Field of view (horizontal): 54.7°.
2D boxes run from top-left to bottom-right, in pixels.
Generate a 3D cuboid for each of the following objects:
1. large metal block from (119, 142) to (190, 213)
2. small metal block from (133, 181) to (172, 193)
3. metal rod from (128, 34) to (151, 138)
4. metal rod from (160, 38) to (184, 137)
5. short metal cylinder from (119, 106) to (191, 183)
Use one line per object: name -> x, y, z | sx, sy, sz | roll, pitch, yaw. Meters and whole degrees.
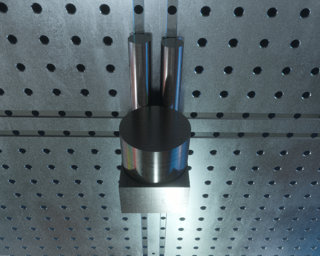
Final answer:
large metal block -> -0.007, 0.060, 0.394 | 0.081, 0.080, 0.050 | 0, 130, -1
small metal block -> -0.008, 0.077, 0.431 | 0.050, 0.050, 0.025 | -32, 141, -34
metal rod -> -0.025, 0.018, 0.428 | 0.025, 0.025, 0.298 | 0, 130, -1
metal rod -> 0.011, 0.021, 0.431 | 0.025, 0.025, 0.298 | 0, 130, -1
short metal cylinder -> -0.006, 0.018, 0.363 | 0.081, 0.080, 0.050 | 1, 130, -1
